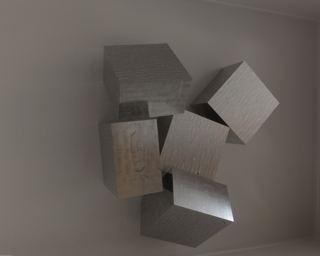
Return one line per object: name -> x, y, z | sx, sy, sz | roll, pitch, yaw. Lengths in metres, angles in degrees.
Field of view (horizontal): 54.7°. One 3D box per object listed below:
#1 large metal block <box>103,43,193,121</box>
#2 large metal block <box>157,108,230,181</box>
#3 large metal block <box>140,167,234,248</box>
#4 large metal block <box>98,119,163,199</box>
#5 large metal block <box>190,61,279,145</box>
large metal block -> -0.019, -0.057, 0.367 | 0.081, 0.080, 0.050 | -8, 135, -19
large metal block -> 0.035, 0.024, 0.411 | 0.080, 0.050, 0.080 | 20, 83, -19
large metal block -> 0.030, 0.102, 0.386 | 0.080, 0.080, 0.050 | 21, 41, -21
large metal block -> -0.038, 0.032, 0.367 | 0.050, 0.080, 0.079 | -6, 92, -20
large metal block -> 0.105, -0.034, 0.436 | 0.080, 0.050, 0.080 | 46, 76, -15
